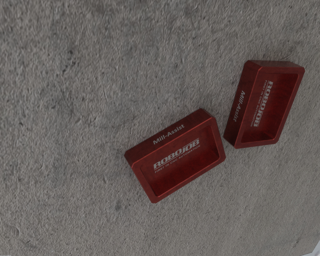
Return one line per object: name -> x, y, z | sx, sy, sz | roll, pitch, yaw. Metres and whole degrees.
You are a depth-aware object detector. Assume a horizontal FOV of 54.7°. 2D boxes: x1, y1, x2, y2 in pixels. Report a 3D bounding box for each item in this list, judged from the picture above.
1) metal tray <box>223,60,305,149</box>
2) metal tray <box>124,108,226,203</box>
metal tray -> 0.155, -0.034, 0.466 | 0.091, 0.030, 0.129 | -5, 121, -26
metal tray -> 0.026, 0.041, 0.442 | 0.131, 0.030, 0.090 | -30, 129, -9
